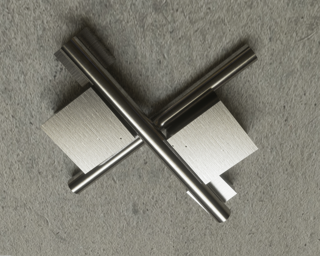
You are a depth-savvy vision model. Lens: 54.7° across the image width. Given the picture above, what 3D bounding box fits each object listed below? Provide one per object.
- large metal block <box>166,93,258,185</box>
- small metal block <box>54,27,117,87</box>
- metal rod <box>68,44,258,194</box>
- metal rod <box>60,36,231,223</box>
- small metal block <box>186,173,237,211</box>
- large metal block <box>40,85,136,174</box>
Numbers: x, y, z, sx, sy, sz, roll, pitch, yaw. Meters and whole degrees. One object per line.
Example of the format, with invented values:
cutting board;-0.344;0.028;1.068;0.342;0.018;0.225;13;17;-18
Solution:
large metal block;0.065;0.012;0.402;0.080;0.050;0.080;-37;106;12
small metal block;-0.090;-0.087;0.379;0.050;0.025;0.050;-36;107;12
metal rod;-0.005;-0.005;0.410;0.300;0.025;0.025;-37;106;12
metal rod;-0.008;0.013;0.388;0.025;0.025;0.300;-38;106;12
small metal block;0.072;0.086;0.444;0.050;0.025;0.050;-41;105;13
large metal block;-0.086;-0.003;0.394;0.080;0.050;0.080;-35;107;12
